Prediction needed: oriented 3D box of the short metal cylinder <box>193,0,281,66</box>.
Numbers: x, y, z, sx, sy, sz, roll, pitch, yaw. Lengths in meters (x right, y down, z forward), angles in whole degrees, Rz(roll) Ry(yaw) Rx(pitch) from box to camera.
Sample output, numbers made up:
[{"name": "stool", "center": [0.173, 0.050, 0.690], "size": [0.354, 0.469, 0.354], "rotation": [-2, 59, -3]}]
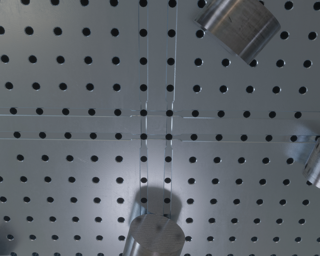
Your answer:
[{"name": "short metal cylinder", "center": [0.084, -0.114, 0.343], "size": [0.080, 0.080, 0.050], "rotation": [36, 106, -12]}]

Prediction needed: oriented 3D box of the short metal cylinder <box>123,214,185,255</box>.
[{"name": "short metal cylinder", "center": [-0.009, 0.170, 0.446], "size": [0.080, 0.080, 0.050], "rotation": [13, 110, -5]}]

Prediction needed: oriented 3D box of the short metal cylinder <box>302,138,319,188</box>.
[{"name": "short metal cylinder", "center": [0.237, 0.052, 0.405], "size": [0.080, 0.080, 0.050], "rotation": [15, 110, -6]}]
